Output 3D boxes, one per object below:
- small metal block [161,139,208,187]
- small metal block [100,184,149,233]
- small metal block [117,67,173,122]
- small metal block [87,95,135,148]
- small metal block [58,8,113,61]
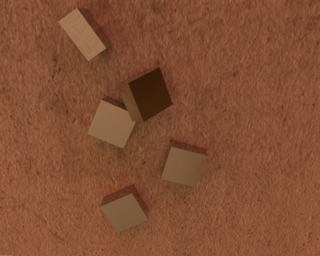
[{"bbox_3d":[0.032,0.049,0.428,0.050,0.025,0.050,15,109,-6],"label":"small metal block"},{"bbox_3d":[-0.050,0.117,0.452,0.050,0.025,0.050,-25,109,8],"label":"small metal block"},{"bbox_3d":[-0.018,-0.041,0.380,0.050,0.025,0.050,-33,113,-32],"label":"small metal block"},{"bbox_3d":[-0.060,-0.008,0.406,0.050,0.025,0.050,23,108,-9],"label":"small metal block"},{"bbox_3d":[-0.083,-0.108,0.355,0.025,0.050,0.050,-33,107,11],"label":"small metal block"}]
